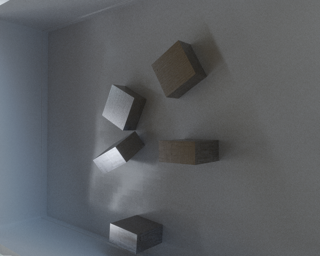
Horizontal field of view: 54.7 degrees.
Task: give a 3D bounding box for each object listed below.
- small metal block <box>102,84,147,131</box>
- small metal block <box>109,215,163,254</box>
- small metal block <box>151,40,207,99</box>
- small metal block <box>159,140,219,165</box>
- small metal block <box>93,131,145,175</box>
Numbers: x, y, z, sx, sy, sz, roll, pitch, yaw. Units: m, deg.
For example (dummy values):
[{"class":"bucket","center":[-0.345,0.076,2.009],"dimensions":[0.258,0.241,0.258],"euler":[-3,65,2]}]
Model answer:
[{"class":"small metal block","center":[-0.052,-0.030,0.450],"dimensions":[0.050,0.025,0.050],"euler":[33,111,35]},{"class":"small metal block","center":[-0.032,0.142,0.417],"dimensions":[0.050,0.050,0.025],"euler":[7,94,40]},{"class":"small metal block","center":[0.023,-0.072,0.388],"dimensions":[0.050,0.025,0.050],"euler":[-36,68,34]},{"class":"small metal block","center":[0.034,0.027,0.362],"dimensions":[0.050,0.050,0.025],"euler":[0,90,40]},{"class":"small metal block","center":[-0.057,0.034,0.434],"dimensions":[0.050,0.050,0.025],"euler":[-30,97,36]}]
